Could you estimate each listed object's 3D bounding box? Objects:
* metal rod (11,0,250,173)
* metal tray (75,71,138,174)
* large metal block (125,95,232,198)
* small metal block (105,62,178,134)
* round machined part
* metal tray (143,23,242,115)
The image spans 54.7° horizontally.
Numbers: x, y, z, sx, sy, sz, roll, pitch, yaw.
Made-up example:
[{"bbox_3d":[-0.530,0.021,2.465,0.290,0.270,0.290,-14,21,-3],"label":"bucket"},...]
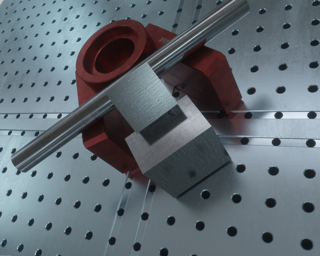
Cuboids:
[{"bbox_3d":[-0.035,-0.046,0.338,0.300,0.025,0.025,-35,52,4],"label":"metal rod"},{"bbox_3d":[-0.068,-0.015,0.409,0.030,0.090,0.130,-26,53,12],"label":"metal tray"},{"bbox_3d":[0.022,0.024,0.342,0.080,0.080,0.050,-36,52,4],"label":"large metal block"},{"bbox_3d":[-0.018,-0.030,0.314,0.050,0.050,0.025,-37,7,3],"label":"small metal block"},{"bbox_3d":[-0.051,-0.084,0.386,0.098,0.042,0.098,-13,56,20],"label":"round machined part"},{"bbox_3d":[0.035,-0.075,0.392,0.130,0.090,0.030,36,83,38],"label":"metal tray"}]
